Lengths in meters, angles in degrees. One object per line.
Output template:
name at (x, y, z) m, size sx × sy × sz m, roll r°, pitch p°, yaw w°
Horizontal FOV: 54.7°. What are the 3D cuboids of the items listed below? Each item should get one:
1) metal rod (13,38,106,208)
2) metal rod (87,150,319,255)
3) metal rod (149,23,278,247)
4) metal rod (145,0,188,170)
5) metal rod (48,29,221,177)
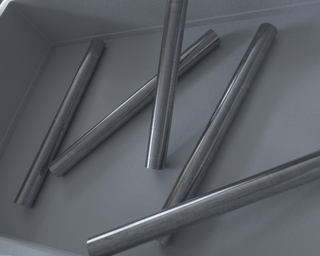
metal rod at (-0.152, -0.022, 0.496) m, size 0.025 × 0.025 × 0.300 m, roll 4°, pitch 64°, yaw 30°
metal rod at (0.070, 0.069, 0.305) m, size 0.301 × 0.025 × 0.025 m, roll -22°, pitch 53°, yaw 6°
metal rod at (0.070, -0.005, 0.370) m, size 0.025 × 0.025 × 0.300 m, roll 19°, pitch 72°, yaw 35°
metal rod at (0.014, -0.099, 0.376) m, size 0.025 × 0.025 × 0.298 m, roll 9°, pitch 92°, yaw 32°
metal rod at (-0.036, -0.035, 0.444) m, size 0.300 × 0.025 × 0.025 m, roll -40°, pitch 51°, yaw 0°
